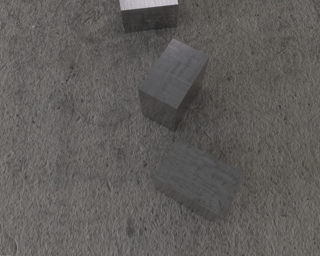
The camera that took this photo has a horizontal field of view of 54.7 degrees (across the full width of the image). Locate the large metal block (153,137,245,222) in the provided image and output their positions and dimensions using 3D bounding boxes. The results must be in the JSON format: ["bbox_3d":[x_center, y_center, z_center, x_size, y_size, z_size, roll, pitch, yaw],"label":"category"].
[{"bbox_3d":[0.041,0.063,0.356,0.080,0.080,0.050,29,73,10],"label":"large metal block"}]

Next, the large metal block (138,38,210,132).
[{"bbox_3d":[0.017,-0.052,0.398,0.050,0.080,0.080,29,73,10],"label":"large metal block"}]

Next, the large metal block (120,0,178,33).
[{"bbox_3d":[-0.020,-0.196,0.466,0.081,0.050,0.080,-8,70,-3],"label":"large metal block"}]
